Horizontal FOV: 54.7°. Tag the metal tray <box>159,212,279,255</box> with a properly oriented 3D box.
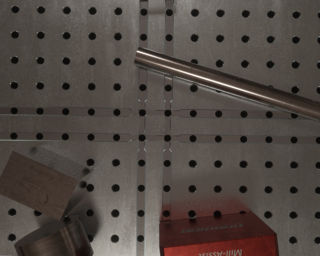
[{"bbox_3d":[0.066,0.138,0.381,0.131,0.090,0.030,-6,90,-1],"label":"metal tray"}]

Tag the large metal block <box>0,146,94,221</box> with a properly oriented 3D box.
[{"bbox_3d":[-0.138,0.064,0.384,0.080,0.080,0.050,25,90,-1],"label":"large metal block"}]

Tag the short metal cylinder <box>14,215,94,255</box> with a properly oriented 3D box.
[{"bbox_3d":[-0.130,0.149,0.384,0.080,0.080,0.050,-21,90,0],"label":"short metal cylinder"}]

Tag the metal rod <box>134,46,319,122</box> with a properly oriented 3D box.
[{"bbox_3d":[0.113,-0.053,0.414,0.302,0.025,0.025,17,90,-1],"label":"metal rod"}]
